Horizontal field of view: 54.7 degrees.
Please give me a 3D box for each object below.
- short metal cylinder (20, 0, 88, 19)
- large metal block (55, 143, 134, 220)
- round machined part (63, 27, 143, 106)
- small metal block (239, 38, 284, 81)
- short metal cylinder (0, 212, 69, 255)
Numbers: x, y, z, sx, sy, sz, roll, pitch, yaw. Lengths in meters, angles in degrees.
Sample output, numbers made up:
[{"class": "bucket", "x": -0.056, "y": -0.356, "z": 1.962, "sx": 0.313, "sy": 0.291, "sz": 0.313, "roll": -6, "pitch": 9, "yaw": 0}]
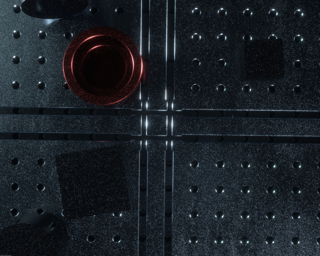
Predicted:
[{"class": "short metal cylinder", "x": -0.135, "y": -0.176, "z": 0.385, "sx": 0.080, "sy": 0.080, "sz": 0.050, "roll": -12, "pitch": 90, "yaw": 0}, {"class": "large metal block", "x": -0.081, "y": 0.066, "z": 0.400, "sx": 0.080, "sy": 0.050, "sz": 0.080, "roll": -9, "pitch": 90, "yaw": 0}, {"class": "round machined part", "x": -0.071, "y": -0.078, "z": 0.404, "sx": 0.099, "sy": 0.042, "sz": 0.097, "roll": 0, "pitch": 90, "yaw": 0}, {"class": "small metal block", "x": 0.135, "y": -0.090, "z": 0.414, "sx": 0.050, "sy": 0.025, "sz": 0.050, "roll": -3, "pitch": 90, "yaw": 0}, {"class": "short metal cylinder", "x": -0.166, "y": 0.155, "z": 0.400, "sx": 0.081, "sy": 0.050, "sz": 0.079, "roll": 0, "pitch": 90, "yaw": 0}]
